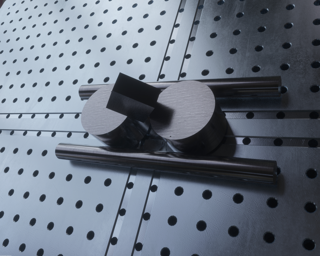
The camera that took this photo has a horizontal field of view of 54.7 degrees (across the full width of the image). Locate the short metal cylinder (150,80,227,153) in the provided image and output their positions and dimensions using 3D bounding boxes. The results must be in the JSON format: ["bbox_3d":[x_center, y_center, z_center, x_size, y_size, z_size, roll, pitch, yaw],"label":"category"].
[{"bbox_3d":[0.035,-0.011,0.376,0.080,0.050,0.080,-13,56,21],"label":"short metal cylinder"}]

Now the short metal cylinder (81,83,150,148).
[{"bbox_3d":[-0.061,-0.015,0.429,0.080,0.050,0.080,-13,56,21],"label":"short metal cylinder"}]

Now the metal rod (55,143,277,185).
[{"bbox_3d":[-0.014,0.040,0.387,0.300,0.025,0.025,3,63,29],"label":"metal rod"}]

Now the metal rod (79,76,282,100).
[{"bbox_3d":[0.008,-0.053,0.432,0.300,0.025,0.025,2,63,29],"label":"metal rod"}]

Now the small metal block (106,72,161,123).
[{"bbox_3d":[-0.033,-0.034,0.367,0.050,0.050,0.025,22,66,-10],"label":"small metal block"}]
